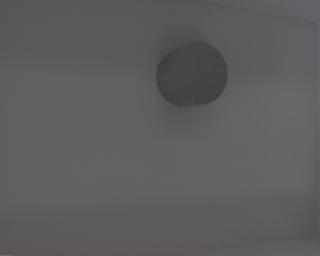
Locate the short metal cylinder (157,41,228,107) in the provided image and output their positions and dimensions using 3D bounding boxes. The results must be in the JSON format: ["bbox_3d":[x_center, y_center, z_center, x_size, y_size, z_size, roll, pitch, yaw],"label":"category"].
[{"bbox_3d":[0.042,-0.069,0.412,0.081,0.050,0.080,0,90,-20],"label":"short metal cylinder"}]
